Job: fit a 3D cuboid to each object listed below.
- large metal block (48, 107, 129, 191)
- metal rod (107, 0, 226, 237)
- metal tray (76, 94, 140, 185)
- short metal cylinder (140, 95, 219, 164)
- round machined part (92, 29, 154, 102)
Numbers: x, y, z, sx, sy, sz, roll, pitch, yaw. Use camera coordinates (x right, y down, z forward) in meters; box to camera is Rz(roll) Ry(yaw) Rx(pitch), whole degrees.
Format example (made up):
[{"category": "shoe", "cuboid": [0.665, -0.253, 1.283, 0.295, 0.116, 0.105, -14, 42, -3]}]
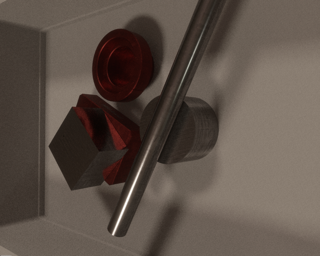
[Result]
[{"category": "large metal block", "cuboid": [-0.102, 0.028, 0.432, 0.080, 0.050, 0.080, -51, 60, 27]}, {"category": "metal rod", "cuboid": [0.002, -0.006, 0.338, 0.025, 0.025, 0.298, 35, 111, 34]}, {"category": "metal tray", "cuboid": [-0.088, 0.014, 0.473, 0.130, 0.030, 0.089, 35, 111, 34]}, {"category": "short metal cylinder", "cuboid": [0.022, 0.001, 0.371, 0.080, 0.050, 0.079, 0, 90, 39]}, {"category": "round machined part", "cuboid": [-0.047, -0.084, 0.432, 0.098, 0.042, 0.097, 0, 90, 39]}]
